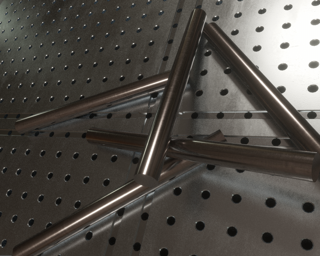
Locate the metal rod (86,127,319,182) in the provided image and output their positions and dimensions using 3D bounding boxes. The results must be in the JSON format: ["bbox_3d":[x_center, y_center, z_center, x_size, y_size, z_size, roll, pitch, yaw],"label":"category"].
[{"bbox_3d":[0.016,0.022,0.353,0.300,0.025,0.025,5,64,41],"label":"metal rod"}]

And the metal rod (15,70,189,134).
[{"bbox_3d":[-0.102,-0.039,0.483,0.301,0.025,0.025,-15,56,19],"label":"metal rod"}]

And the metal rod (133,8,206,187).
[{"bbox_3d":[0.023,-0.062,0.393,0.025,0.025,0.300,-4,48,26],"label":"metal rod"}]

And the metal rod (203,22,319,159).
[{"bbox_3d":[0.127,-0.038,0.364,0.025,0.025,0.300,-32,52,7],"label":"metal rod"}]

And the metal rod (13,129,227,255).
[{"bbox_3d":[-0.052,0.088,0.380,0.300,0.025,0.025,-31,52,8],"label":"metal rod"}]
